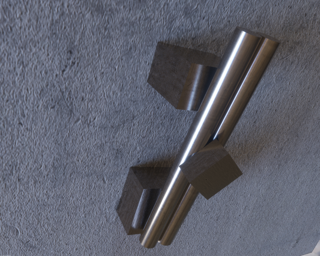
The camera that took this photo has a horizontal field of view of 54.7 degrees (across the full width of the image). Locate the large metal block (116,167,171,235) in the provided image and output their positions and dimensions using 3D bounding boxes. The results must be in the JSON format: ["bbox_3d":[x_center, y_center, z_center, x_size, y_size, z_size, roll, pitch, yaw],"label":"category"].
[{"bbox_3d":[-0.009,0.104,0.451,0.081,0.050,0.079,5,116,-31],"label":"large metal block"}]

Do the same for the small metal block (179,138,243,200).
[{"bbox_3d":[0.057,0.047,0.342,0.050,0.025,0.050,-38,135,4],"label":"small metal block"}]

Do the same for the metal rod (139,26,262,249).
[{"bbox_3d":[0.032,0.034,0.352,0.025,0.025,0.298,3,124,-30],"label":"metal rod"}]

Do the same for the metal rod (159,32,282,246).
[{"bbox_3d":[0.055,0.035,0.365,0.025,0.025,0.298,3,124,-30],"label":"metal rod"}]

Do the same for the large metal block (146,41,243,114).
[{"bbox_3d":[0.042,-0.058,0.360,0.081,0.080,0.050,3,117,-30],"label":"large metal block"}]
